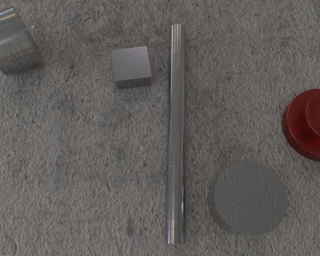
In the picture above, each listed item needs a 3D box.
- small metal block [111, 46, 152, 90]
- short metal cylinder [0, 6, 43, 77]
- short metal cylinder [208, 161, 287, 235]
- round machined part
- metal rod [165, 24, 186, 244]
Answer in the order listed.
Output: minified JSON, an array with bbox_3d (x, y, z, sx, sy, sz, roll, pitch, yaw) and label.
[{"bbox_3d":[-0.040,-0.085,0.439,0.050,0.025,0.050,-8,70,-3],"label":"small metal block"},{"bbox_3d":[-0.202,-0.117,0.420,0.050,0.080,0.080,-26,72,-9],"label":"short metal cylinder"},{"bbox_3d":[0.100,0.084,0.365,0.081,0.050,0.080,0,70,0],"label":"short metal cylinder"},{"bbox_3d":[0.216,-0.008,0.403,0.099,0.042,0.098,0,70,0],"label":"round machined part"},{"bbox_3d":[0.022,-0.006,0.410,0.025,0.025,0.299,2,70,0],"label":"metal rod"}]
